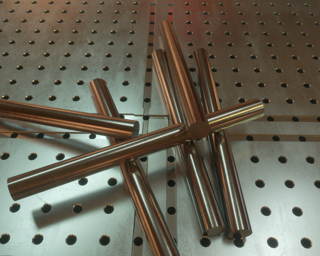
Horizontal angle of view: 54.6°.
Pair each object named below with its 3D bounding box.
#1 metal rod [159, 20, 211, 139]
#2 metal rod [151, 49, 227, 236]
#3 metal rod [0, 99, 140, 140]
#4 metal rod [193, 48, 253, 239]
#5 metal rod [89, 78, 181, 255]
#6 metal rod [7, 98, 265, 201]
[{"bbox_3d":[0.026,-0.090,0.446,0.025,0.025,0.300,-5,39,-4],"label":"metal rod"},{"bbox_3d":[0.027,-0.006,0.413,0.025,0.025,0.300,-9,51,-7],"label":"metal rod"},{"bbox_3d":[-0.172,-0.020,0.405,0.301,0.025,0.025,9,51,15],"label":"metal rod"},{"bbox_3d":[0.074,-0.006,0.413,0.025,0.025,0.300,-2,50,-2],"label":"metal rod"},{"bbox_3d":[-0.037,0.042,0.371,0.025,0.025,0.300,-17,52,-14],"label":"metal rod"},{"bbox_3d":[-0.014,0.019,0.357,0.302,0.025,0.025,-18,52,-15],"label":"metal rod"}]
